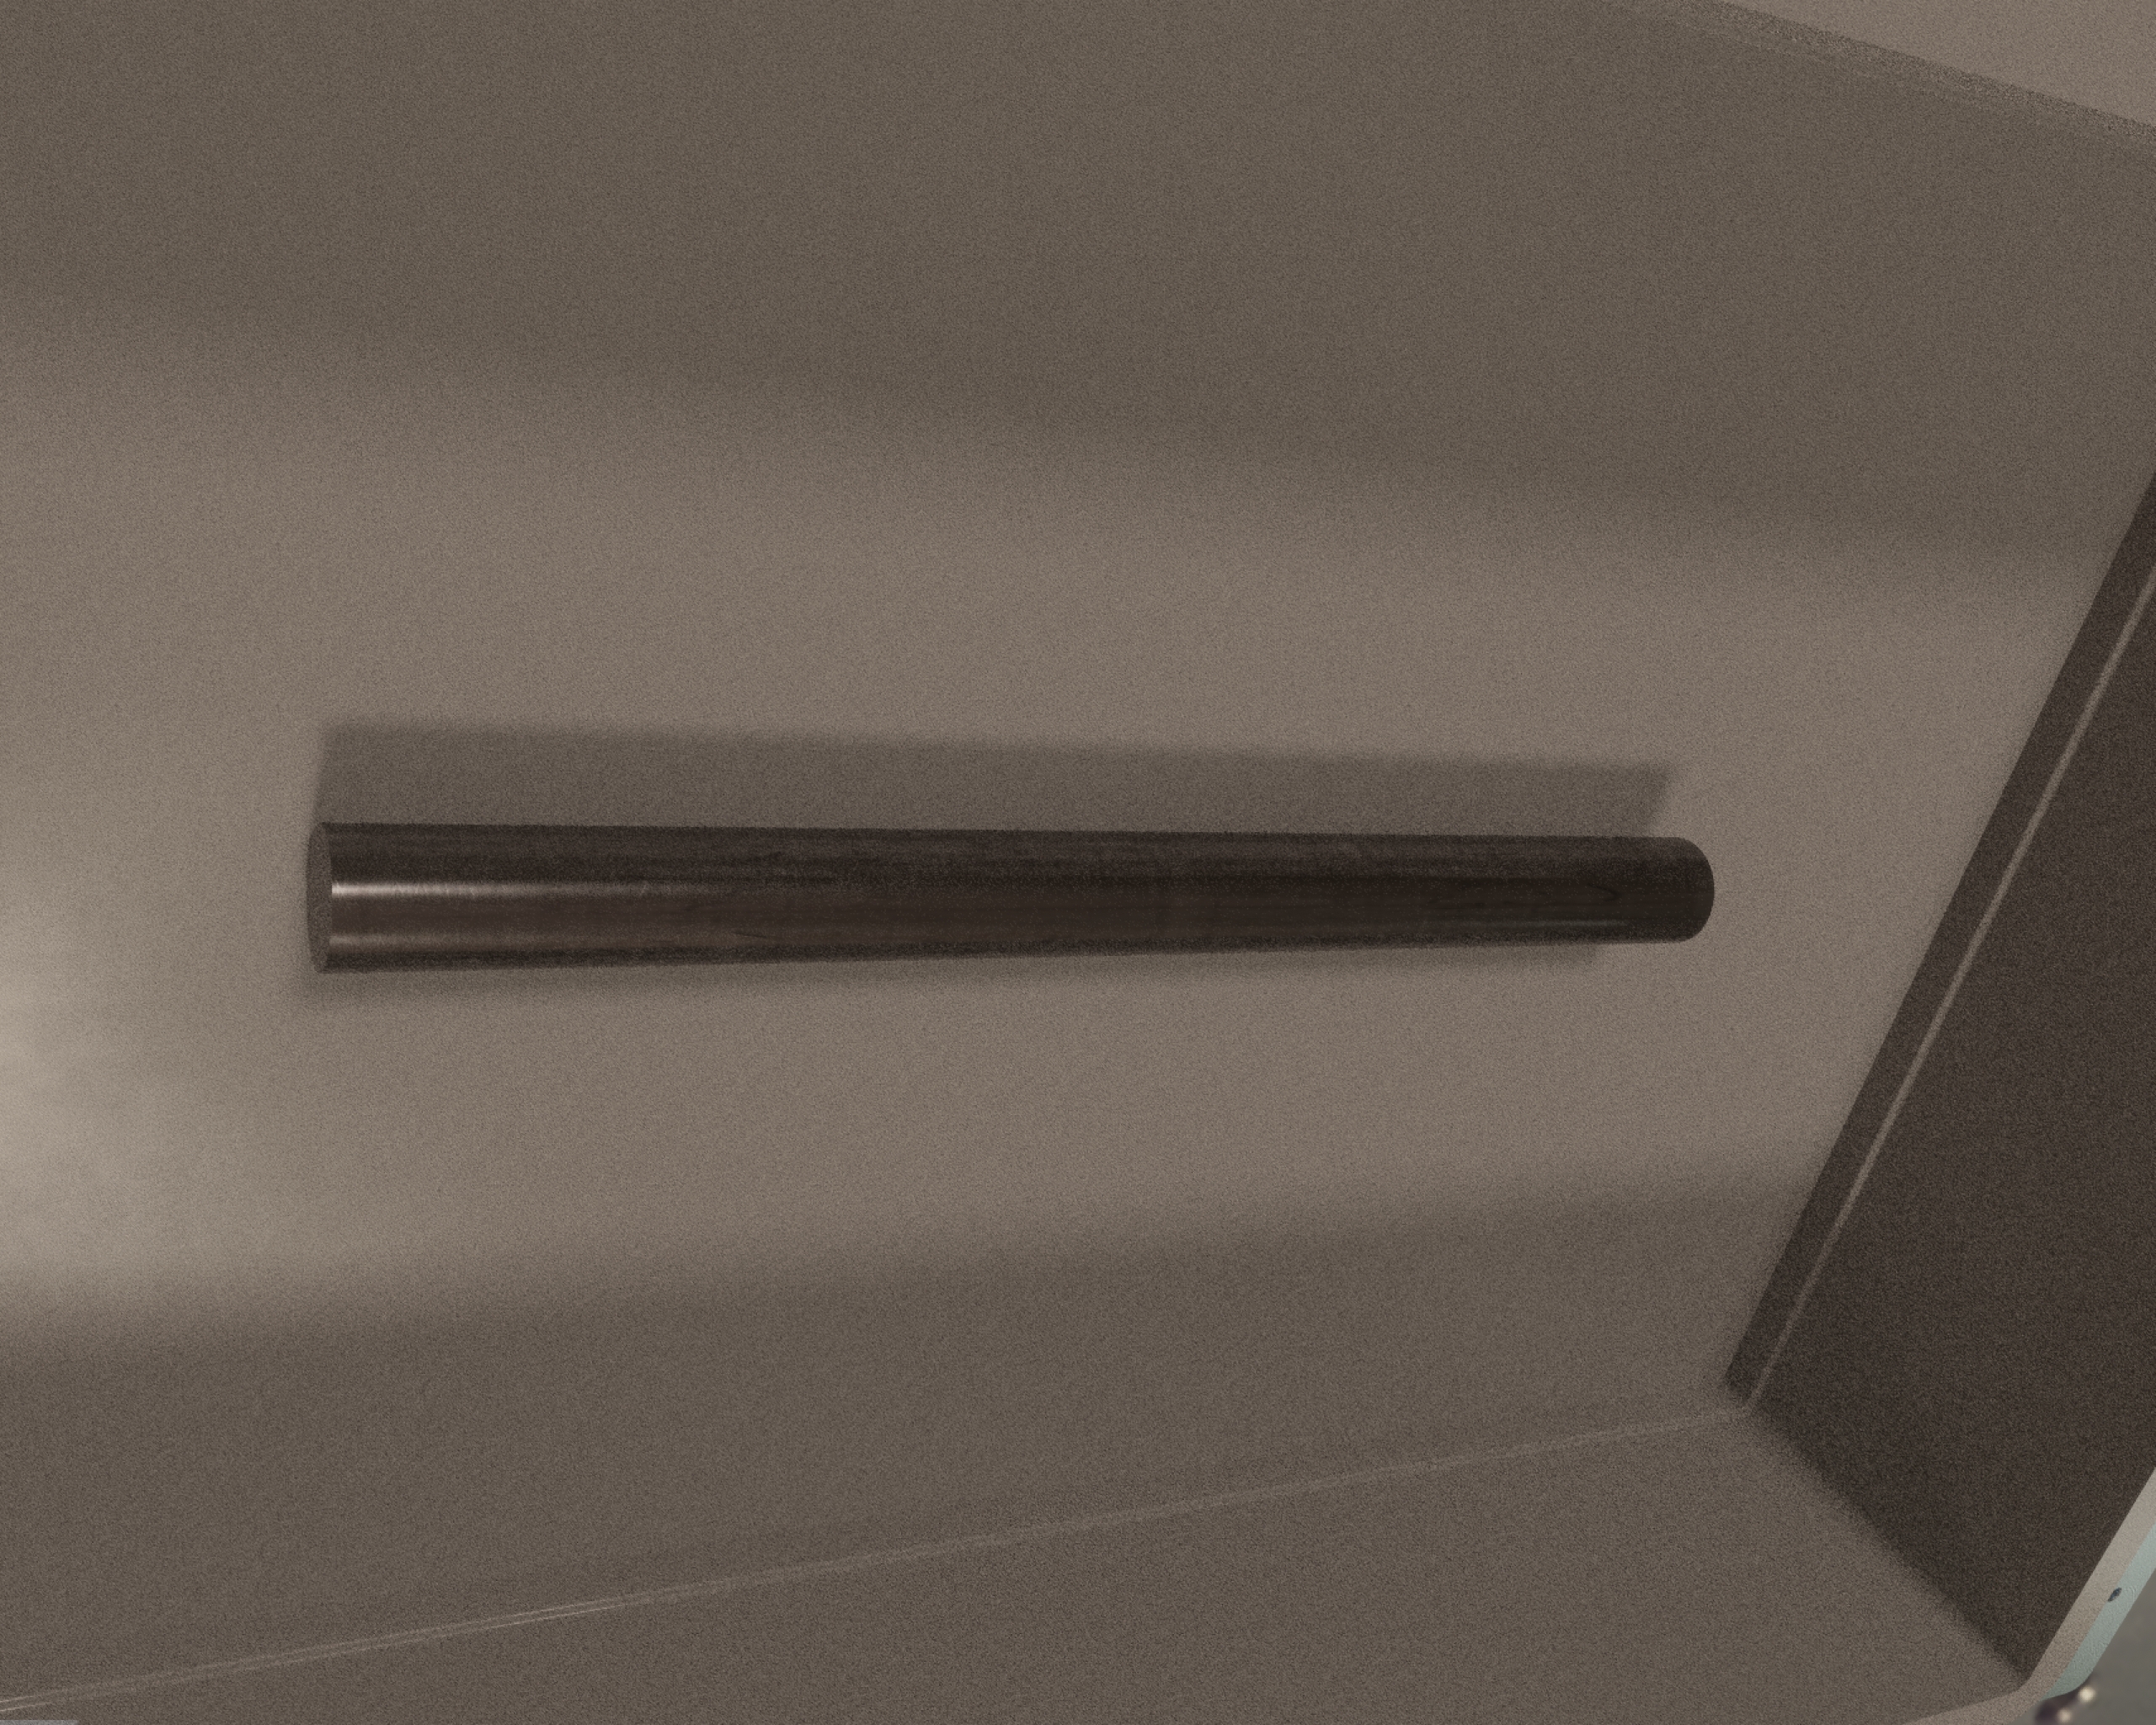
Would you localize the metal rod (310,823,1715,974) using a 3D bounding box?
[{"bbox_3d":[0.008,0.006,0.416,0.303,0.025,0.025,0,118,-29],"label":"metal rod"}]
